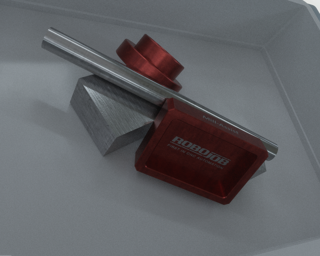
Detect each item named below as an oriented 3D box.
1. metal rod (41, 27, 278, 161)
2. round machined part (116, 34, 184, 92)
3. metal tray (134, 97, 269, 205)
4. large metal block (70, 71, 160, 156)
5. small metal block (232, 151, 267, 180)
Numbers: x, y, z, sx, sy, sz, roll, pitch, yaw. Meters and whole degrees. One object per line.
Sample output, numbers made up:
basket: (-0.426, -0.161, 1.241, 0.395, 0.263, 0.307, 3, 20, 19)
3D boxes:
metal rod: (0.011, -0.033, 0.365, 0.301, 0.025, 0.025, 26, 53, -13)
round machined part: (-0.007, -0.086, 0.410, 0.098, 0.042, 0.098, 39, 13, -10)
metal tray: (0.047, 0.031, 0.366, 0.131, 0.089, 0.030, 24, 25, -15)
large metal block: (-0.049, -0.024, 0.377, 0.081, 0.050, 0.080, -25, 76, -37)
small metal block: (0.115, 0.043, 0.425, 0.025, 0.050, 0.050, 14, 56, -21)
